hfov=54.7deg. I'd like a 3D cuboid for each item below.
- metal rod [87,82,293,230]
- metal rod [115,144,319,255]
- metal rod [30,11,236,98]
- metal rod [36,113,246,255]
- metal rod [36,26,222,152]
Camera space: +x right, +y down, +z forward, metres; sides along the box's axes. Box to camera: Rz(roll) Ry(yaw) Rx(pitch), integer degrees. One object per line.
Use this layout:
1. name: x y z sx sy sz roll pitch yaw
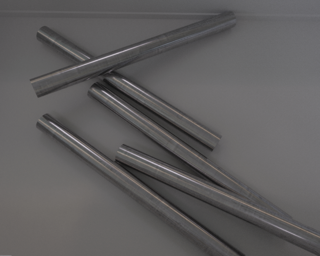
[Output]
1. metal rod: 0.029 0.031 0.398 0.300 0.025 0.025 35 74 12
2. metal rod: 0.083 0.088 0.359 0.301 0.025 0.025 23 72 15
3. metal rod: -0.024 -0.107 0.428 0.302 0.025 0.025 -24 72 -17
4. metal rod: -0.032 0.073 0.382 0.300 0.025 0.025 34 74 11
5. metal rod: -0.050 -0.059 0.430 0.301 0.025 0.025 33 73 11
